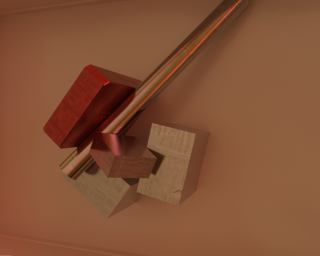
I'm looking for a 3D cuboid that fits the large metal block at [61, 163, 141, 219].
[{"bbox_3d":[-0.064,0.062,0.403,0.080,0.080,0.050,38,102,15],"label":"large metal block"}]

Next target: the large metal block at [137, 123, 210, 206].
[{"bbox_3d":[0.019,0.039,0.373,0.050,0.080,0.079,14,95,19],"label":"large metal block"}]

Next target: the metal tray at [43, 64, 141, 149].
[{"bbox_3d":[-0.066,-0.022,0.375,0.030,0.130,0.090,42,104,16],"label":"metal tray"}]

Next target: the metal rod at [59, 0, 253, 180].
[{"bbox_3d":[0.000,-0.057,0.360,0.025,0.025,0.300,43,86,14],"label":"metal rod"}]

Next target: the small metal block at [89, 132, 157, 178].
[{"bbox_3d":[-0.040,0.029,0.330,0.050,0.050,0.025,40,114,47],"label":"small metal block"}]
